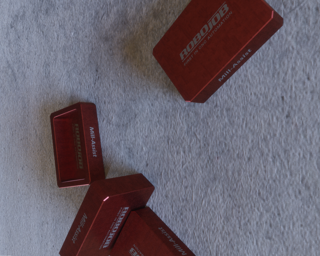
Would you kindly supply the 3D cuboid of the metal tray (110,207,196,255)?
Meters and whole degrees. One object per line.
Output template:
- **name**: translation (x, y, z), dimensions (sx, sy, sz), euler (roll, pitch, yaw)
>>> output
- **metal tray**: translation (-0.003, 0.179, 0.403), dimensions (0.130, 0.030, 0.089), euler (39, 113, 32)

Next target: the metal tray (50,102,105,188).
- **metal tray**: translation (-0.138, 0.030, 0.512), dimensions (0.090, 0.030, 0.129), euler (-14, 81, 38)

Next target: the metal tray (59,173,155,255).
- **metal tray**: translation (-0.071, 0.125, 0.418), dimensions (0.030, 0.091, 0.129), euler (41, 115, 32)

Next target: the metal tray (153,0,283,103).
- **metal tray**: translation (0.058, -0.102, 0.352), dimensions (0.129, 0.030, 0.090), euler (-46, 63, 30)
